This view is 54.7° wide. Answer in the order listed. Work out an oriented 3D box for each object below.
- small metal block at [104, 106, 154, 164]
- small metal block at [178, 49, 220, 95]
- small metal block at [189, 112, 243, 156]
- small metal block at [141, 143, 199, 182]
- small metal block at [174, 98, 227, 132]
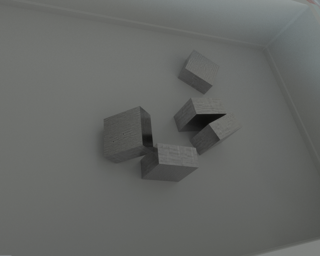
[{"bbox_3d":[-0.037,0.008,0.361,0.025,0.050,0.050,41,37,-53],"label":"small metal block"},{"bbox_3d":[0.062,-0.089,0.493,0.050,0.025,0.050,31,52,-9],"label":"small metal block"},{"bbox_3d":[0.077,0.008,0.426,0.050,0.050,0.025,-25,76,-37],"label":"small metal block"},{"bbox_3d":[0.010,0.043,0.369,0.050,0.050,0.025,9,58,-24],"label":"small metal block"},{"bbox_3d":[0.055,-0.018,0.430,0.050,0.050,0.025,-2,63,-29],"label":"small metal block"}]
